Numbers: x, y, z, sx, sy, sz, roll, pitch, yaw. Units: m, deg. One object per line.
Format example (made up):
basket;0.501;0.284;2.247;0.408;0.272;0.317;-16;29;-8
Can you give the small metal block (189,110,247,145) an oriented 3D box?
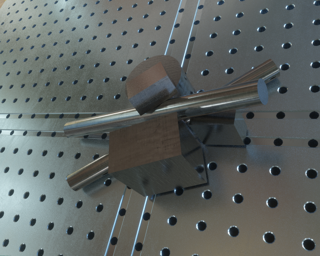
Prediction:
small metal block;0.068;-0.003;0.354;0.050;0.050;0.025;0;62;29

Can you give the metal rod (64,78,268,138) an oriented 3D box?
metal rod;-0.021;-0.015;0.379;0.300;0.025;0.025;-9;57;39

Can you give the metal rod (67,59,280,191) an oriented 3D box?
metal rod;0.011;0.001;0.399;0.300;0.025;0.025;-30;52;8

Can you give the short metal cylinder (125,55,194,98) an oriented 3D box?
short metal cylinder;0.000;-0.051;0.419;0.080;0.050;0.080;-13;55;20

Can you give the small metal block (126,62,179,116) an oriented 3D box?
small metal block;-0.010;-0.047;0.363;0.050;0.025;0.050;-31;29;8

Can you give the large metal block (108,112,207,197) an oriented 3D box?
large metal block;-0.001;0.033;0.347;0.080;0.080;0.050;-17;55;18
